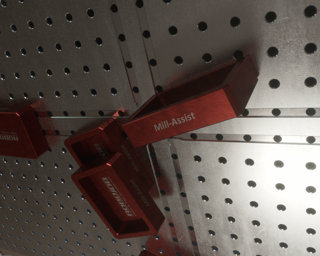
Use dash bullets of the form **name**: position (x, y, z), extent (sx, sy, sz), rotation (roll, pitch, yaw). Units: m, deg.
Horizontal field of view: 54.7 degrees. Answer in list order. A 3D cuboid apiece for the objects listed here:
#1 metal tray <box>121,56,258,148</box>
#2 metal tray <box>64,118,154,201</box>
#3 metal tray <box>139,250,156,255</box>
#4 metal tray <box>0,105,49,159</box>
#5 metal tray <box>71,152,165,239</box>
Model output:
- **metal tray**: position (0.032, -0.027, 0.334), extent (0.130, 0.090, 0.030), rotation (-19, 109, 35)
- **metal tray**: position (-0.079, 0.057, 0.482), extent (0.090, 0.030, 0.130), rotation (-19, 109, 35)
- **metal tray**: position (0.005, 0.283, 0.539), extent (0.130, 0.090, 0.030), rotation (21, 126, 15)
- **metal tray**: position (-0.268, 0.006, 0.550), extent (0.130, 0.030, 0.089), rotation (2, 120, 26)
- **metal tray**: position (-0.063, 0.105, 0.464), extent (0.090, 0.030, 0.130), rotation (-22, 107, 35)
